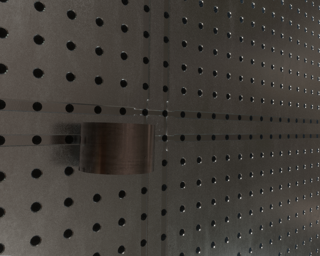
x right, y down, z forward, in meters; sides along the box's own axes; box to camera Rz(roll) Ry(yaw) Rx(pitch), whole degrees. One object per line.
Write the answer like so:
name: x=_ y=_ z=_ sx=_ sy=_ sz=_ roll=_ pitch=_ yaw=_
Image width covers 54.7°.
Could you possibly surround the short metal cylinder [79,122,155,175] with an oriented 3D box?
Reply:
short metal cylinder: x=-0.046 y=0.021 z=0.336 sx=0.081 sy=0.080 sz=0.050 roll=3 pitch=88 yaw=-40
